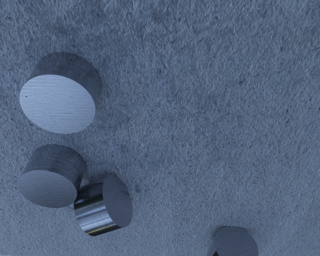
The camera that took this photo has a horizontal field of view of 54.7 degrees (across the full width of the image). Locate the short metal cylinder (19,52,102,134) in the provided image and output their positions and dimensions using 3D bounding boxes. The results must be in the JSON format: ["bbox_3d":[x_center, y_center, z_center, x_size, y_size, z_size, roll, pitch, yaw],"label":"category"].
[{"bbox_3d":[-0.111,-0.040,0.356,0.081,0.050,0.079,0,130,0],"label":"short metal cylinder"}]

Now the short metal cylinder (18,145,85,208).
[{"bbox_3d":[-0.154,0.070,0.446,0.080,0.050,0.079,1,129,2],"label":"short metal cylinder"}]

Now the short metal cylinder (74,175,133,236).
[{"bbox_3d":[-0.084,0.117,0.470,0.050,0.080,0.080,-22,127,17],"label":"short metal cylinder"}]

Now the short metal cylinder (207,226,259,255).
[{"bbox_3d":[0.132,0.229,0.567,0.081,0.080,0.050,7,130,-6],"label":"short metal cylinder"}]
